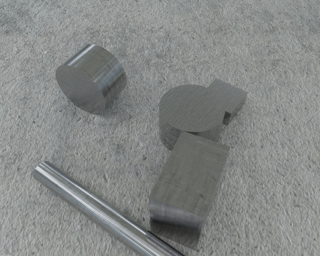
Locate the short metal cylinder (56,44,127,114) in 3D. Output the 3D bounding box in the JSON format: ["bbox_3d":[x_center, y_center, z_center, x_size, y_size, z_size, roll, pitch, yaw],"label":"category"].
[{"bbox_3d":[-0.093,-0.066,0.422,0.080,0.080,0.050,23,54,18],"label":"short metal cylinder"}]

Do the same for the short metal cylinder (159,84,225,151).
[{"bbox_3d":[0.039,-0.010,0.396,0.081,0.050,0.080,0,50,0],"label":"short metal cylinder"}]

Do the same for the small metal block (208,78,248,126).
[{"bbox_3d":[0.087,-0.037,0.435,0.050,0.025,0.050,29,56,22],"label":"small metal block"}]

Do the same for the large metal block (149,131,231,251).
[{"bbox_3d":[0.029,0.064,0.314,0.050,0.080,0.080,19,53,15],"label":"large metal block"}]

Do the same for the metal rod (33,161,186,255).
[{"bbox_3d":[-0.014,0.115,0.306,0.300,0.025,0.025,28,55,21],"label":"metal rod"}]
